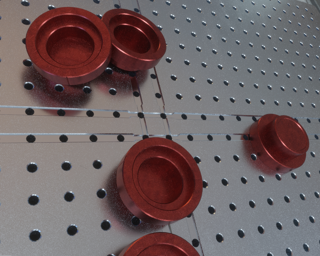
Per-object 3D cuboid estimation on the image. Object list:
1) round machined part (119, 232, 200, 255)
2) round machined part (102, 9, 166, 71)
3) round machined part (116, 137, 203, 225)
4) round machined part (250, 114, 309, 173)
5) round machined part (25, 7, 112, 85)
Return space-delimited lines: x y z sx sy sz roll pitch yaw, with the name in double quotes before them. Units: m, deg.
"round machined part" -0.003 0.156 0.302 0.099 0.042 0.098 14 56 -21
"round machined part" -0.044 -0.121 0.446 0.099 0.042 0.098 17 51 -22
"round machined part" -0.004 0.063 0.358 0.099 0.042 0.098 14 56 -21
"round machined part" 0.197 0.019 0.495 0.099 0.042 0.098 14 56 -21
"round machined part" -0.110 -0.097 0.385 0.099 0.042 0.098 3 71 -8
